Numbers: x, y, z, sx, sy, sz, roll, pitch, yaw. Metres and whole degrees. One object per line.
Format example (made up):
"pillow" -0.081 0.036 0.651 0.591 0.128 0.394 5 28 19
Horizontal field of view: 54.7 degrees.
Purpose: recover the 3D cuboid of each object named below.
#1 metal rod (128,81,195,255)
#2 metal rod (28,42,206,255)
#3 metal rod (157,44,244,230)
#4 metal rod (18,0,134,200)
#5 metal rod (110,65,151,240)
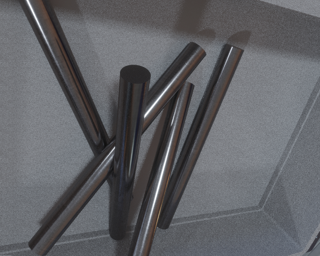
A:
"metal rod" -0.008 0.087 0.379 0.025 0.025 0.299 19 83 -36
"metal rod" -0.047 0.021 0.365 0.300 0.025 0.025 -51 129 -4
"metal rod" 0.049 0.027 0.451 0.025 0.025 0.298 6 116 -31
"metal rod" -0.083 -0.015 0.353 0.025 0.025 0.298 -26 128 -13
"metal rod" -0.042 0.057 0.360 0.025 0.025 0.298 -12 141 -22
